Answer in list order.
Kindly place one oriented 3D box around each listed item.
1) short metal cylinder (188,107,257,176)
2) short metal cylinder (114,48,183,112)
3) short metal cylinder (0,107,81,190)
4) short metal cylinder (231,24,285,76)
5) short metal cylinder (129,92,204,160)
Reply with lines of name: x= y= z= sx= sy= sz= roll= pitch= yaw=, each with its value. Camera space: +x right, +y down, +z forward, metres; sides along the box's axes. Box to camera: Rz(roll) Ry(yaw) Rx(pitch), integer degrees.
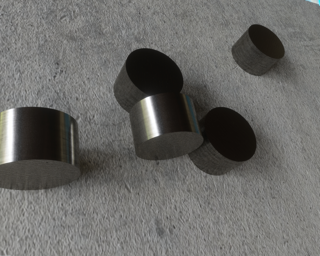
short metal cylinder: x=0.082 y=0.018 z=0.420 sx=0.081 sy=0.050 sz=0.080 roll=14 pitch=56 yaw=-21
short metal cylinder: x=-0.016 y=-0.059 z=0.415 sx=0.081 sy=0.050 sz=0.080 roll=14 pitch=56 yaw=-21
short metal cylinder: x=-0.118 y=0.022 z=0.292 sx=0.081 sy=0.080 sz=0.050 roll=4 pitch=60 yaw=-26
short metal cylinder: x=0.181 y=-0.144 z=0.572 sx=0.081 sy=0.050 sz=0.080 roll=14 pitch=56 yaw=-21
short metal cylinder: x=0.007 y=0.000 z=0.372 sx=0.081 sy=0.080 sz=0.050 roll=2 pitch=61 yaw=-27
